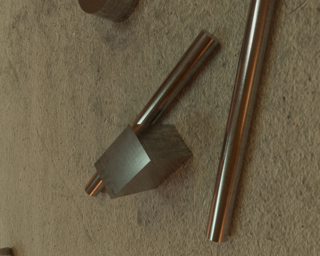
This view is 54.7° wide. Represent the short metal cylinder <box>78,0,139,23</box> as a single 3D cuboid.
[{"bbox_3d":[-0.075,-0.200,0.451,0.080,0.050,0.080,0,90,40],"label":"short metal cylinder"}]

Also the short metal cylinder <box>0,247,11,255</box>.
[{"bbox_3d":[-0.363,0.298,0.669,0.080,0.081,0.050,-36,68,34],"label":"short metal cylinder"}]

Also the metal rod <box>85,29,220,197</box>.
[{"bbox_3d":[-0.025,-0.004,0.425,0.298,0.025,0.025,-51,60,28],"label":"metal rod"}]

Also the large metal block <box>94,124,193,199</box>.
[{"bbox_3d":[-0.020,0.040,0.386,0.080,0.081,0.050,-46,63,30],"label":"large metal block"}]

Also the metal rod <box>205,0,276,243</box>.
[{"bbox_3d":[0.088,-0.022,0.332,0.025,0.025,0.298,15,100,39],"label":"metal rod"}]
